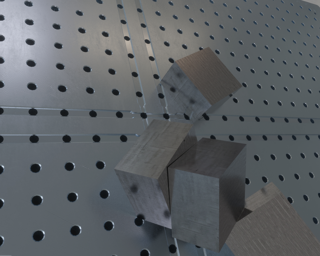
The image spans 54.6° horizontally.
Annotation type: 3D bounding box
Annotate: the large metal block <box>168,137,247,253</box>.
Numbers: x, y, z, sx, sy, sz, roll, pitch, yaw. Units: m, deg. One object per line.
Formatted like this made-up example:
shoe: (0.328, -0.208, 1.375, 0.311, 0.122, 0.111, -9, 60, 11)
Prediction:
large metal block: (0.052, 0.064, 0.322, 0.080, 0.050, 0.080, -32, 124, -53)

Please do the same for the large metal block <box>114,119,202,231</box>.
large metal block: (0.005, 0.049, 0.338, 0.050, 0.080, 0.080, 8, 43, 31)

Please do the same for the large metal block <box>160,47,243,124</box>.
large metal block: (0.062, -0.066, 0.465, 0.081, 0.050, 0.080, -31, 79, -38)

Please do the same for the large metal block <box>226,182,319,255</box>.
large metal block: (0.123, 0.121, 0.352, 0.080, 0.080, 0.050, 54, 8, 3)
